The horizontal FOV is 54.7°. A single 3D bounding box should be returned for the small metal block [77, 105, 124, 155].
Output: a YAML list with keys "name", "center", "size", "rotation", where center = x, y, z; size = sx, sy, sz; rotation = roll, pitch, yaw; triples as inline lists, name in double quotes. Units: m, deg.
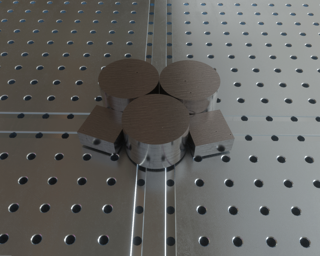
- name: "small metal block"
  center: [-0.070, 0.002, 0.401]
  size: [0.050, 0.025, 0.050]
  rotation: [16, 52, 13]

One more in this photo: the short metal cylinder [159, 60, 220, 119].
- name: "short metal cylinder"
  center: [0.039, -0.049, 0.428]
  size: [0.081, 0.050, 0.080]
  rotation: [0, 50, 0]

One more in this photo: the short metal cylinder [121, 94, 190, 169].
- name: "short metal cylinder"
  center: [-0.005, 0.003, 0.384]
  size: [0.081, 0.050, 0.080]
  rotation: [0, 50, 0]

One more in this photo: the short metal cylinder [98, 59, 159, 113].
- name: "short metal cylinder"
  center: [-0.041, -0.051, 0.429]
  size: [0.081, 0.050, 0.080]
  rotation: [0, 50, 0]

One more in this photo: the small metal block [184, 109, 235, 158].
- name: "small metal block"
  center: [0.061, 0.007, 0.398]
  size: [0.050, 0.025, 0.050]
  rotation: [-11, 51, -9]
